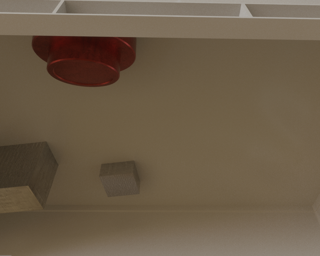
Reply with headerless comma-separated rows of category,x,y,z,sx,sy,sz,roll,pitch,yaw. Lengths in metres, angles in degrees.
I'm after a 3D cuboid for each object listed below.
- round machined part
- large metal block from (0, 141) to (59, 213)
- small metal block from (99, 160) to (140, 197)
round machined part,-0.073,-0.071,0.304,0.099,0.042,0.098,1,167,0
large metal block,-0.198,0.068,0.428,0.080,0.080,0.050,-6,130,4
small metal block,-0.060,0.079,0.475,0.050,0.025,0.050,-7,130,5
